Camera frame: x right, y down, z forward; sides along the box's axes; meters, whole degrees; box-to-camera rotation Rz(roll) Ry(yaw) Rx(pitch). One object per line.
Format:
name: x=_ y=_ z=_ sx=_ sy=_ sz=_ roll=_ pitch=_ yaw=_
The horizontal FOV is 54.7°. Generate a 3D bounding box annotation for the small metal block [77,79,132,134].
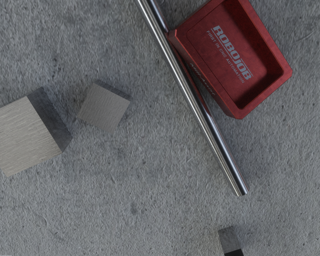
small metal block: x=-0.071 y=-0.028 z=0.399 sx=0.050 sy=0.025 sz=0.050 roll=27 pitch=108 yaw=-10

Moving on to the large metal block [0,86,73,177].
large metal block: x=-0.173 y=0.004 z=0.396 sx=0.080 sy=0.050 sz=0.080 roll=-23 pitch=109 yaw=8

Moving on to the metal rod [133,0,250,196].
metal rod: x=0.047 y=-0.034 z=0.397 sx=0.025 sy=0.025 sz=0.299 roll=-27 pitch=108 yaw=9

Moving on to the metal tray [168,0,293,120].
metal tray: x=0.084 y=-0.086 z=0.363 sx=0.090 sy=0.030 sz=0.130 roll=-41 pitch=107 yaw=-3

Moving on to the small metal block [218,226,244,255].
small metal block: x=0.111 y=0.186 z=0.467 sx=0.025 sy=0.050 sz=0.050 roll=-21 pitch=109 yaw=7
